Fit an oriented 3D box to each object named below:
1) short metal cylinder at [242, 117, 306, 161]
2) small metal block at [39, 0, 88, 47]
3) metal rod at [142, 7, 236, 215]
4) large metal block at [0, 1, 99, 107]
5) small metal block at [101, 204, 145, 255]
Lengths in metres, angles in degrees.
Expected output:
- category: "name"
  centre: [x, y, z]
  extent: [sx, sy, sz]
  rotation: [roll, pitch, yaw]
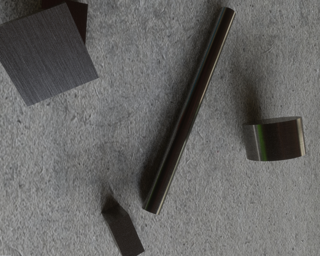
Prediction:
- category: "short metal cylinder"
  centre: [0.162, 0.014, 0.441]
  extent: [0.081, 0.080, 0.050]
  rotation: [-10, 94, -20]
- category: "small metal block"
  centre: [-0.114, -0.123, 0.367]
  extent: [0.050, 0.025, 0.050]
  rotation: [4, 89, -20]
- category: "metal rod"
  centre: [0.042, -0.029, 0.425]
  extent: [0.025, 0.025, 0.299]
  rotation: [24, 82, -19]
- category: "large metal block"
  centre: [-0.121, -0.081, 0.331]
  extent: [0.080, 0.050, 0.080]
  rotation: [-24, 119, -7]
- category: "small metal block"
  centre: [-0.047, 0.127, 0.380]
  extent: [0.025, 0.050, 0.050]
  rotation: [-25, 99, -19]
